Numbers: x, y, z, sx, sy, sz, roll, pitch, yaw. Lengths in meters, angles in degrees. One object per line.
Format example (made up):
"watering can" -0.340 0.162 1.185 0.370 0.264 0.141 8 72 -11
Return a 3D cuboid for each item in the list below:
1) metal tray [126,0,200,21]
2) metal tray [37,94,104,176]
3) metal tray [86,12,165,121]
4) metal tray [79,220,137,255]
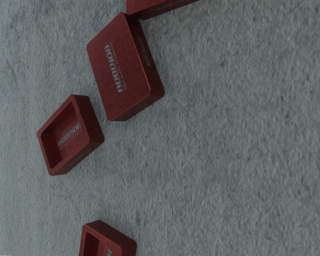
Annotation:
"metal tray" 0.012 -0.199 0.390 0.130 0.030 0.089 -4 88 39
"metal tray" -0.156 0.014 0.526 0.130 0.030 0.090 -37 68 33
"metal tray" -0.053 -0.085 0.443 0.090 0.030 0.129 -30 72 35
"metal tray" -0.085 0.218 0.469 0.090 0.030 0.129 15 99 38
